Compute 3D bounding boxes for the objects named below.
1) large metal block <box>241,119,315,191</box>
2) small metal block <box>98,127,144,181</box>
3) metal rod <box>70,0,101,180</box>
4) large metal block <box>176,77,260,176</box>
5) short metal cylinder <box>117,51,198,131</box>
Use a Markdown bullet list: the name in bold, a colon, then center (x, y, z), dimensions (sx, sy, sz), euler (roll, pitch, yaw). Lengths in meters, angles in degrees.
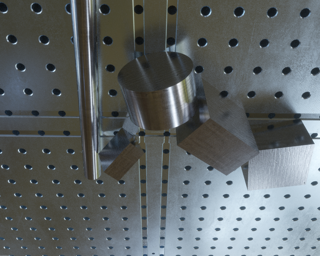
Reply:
- **large metal block**: center (0.158, 0.038, 0.431), dimensions (0.080, 0.050, 0.080), euler (-7, 130, 5)
- **small metal block**: center (-0.053, 0.034, 0.413), dimensions (0.025, 0.050, 0.050), euler (40, 96, -29)
- **metal rod**: center (-0.086, -0.044, 0.372), dimensions (0.025, 0.025, 0.298), euler (4, 130, -4)
- **large metal block**: center (0.065, -0.002, 0.375), dimensions (0.080, 0.080, 0.050), euler (32, 123, -25)
- **short metal cylinder**: center (-0.001, -0.042, 0.340), dimensions (0.080, 0.080, 0.050), euler (-8, 130, 6)
